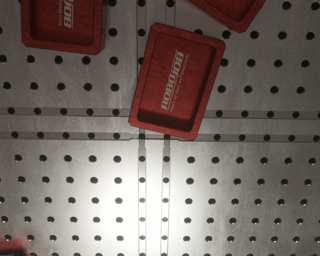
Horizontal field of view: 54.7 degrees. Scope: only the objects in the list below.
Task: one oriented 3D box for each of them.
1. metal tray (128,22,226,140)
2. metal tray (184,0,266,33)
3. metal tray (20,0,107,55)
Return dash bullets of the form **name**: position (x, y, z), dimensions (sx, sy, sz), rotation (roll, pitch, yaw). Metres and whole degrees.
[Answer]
- **metal tray**: position (0.018, -0.057, 0.390), dimensions (0.091, 0.030, 0.129), rotation (14, 109, -6)
- **metal tray**: position (0.062, -0.178, 0.345), dimensions (0.131, 0.030, 0.090), rotation (29, 107, -11)
- **metal tray**: position (-0.107, -0.154, 0.352), dimensions (0.091, 0.030, 0.129), rotation (6, 110, -3)
